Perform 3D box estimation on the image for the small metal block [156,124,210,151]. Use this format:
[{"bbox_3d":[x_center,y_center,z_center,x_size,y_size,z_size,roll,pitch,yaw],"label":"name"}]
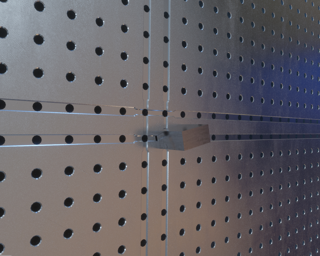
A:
[{"bbox_3d":[0.032,0.012,0.422,0.050,0.050,0.025,-14,99,-39],"label":"small metal block"}]
